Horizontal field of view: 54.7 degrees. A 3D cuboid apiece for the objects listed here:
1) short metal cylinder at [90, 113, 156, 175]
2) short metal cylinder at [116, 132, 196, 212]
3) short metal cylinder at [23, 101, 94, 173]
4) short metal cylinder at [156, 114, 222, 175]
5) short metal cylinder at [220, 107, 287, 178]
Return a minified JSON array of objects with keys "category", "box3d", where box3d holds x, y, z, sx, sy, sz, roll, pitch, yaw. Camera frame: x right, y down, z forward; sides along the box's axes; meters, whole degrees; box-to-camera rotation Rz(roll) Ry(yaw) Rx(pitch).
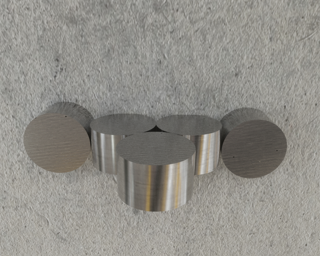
[{"category":"short metal cylinder","box3d":[-0.045,0.017,0.388,0.081,0.080,0.050,0,110,0]},{"category":"short metal cylinder","box3d":[-0.004,0.042,0.323,0.081,0.080,0.050,1,111,-1]},{"category":"short metal cylinder","box3d":[-0.125,0.011,0.400,0.081,0.050,0.079,0,110,-1]},{"category":"short metal cylinder","box3d":[0.035,0.018,0.389,0.081,0.080,0.050,0,109,0]},{"category":"short metal cylinder","box3d":[0.116,0.018,0.405,0.081,0.050,0.079,0,111,-1]}]
